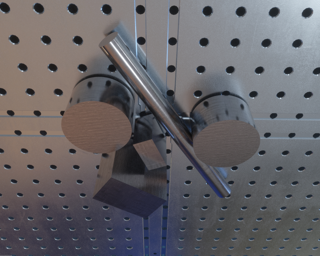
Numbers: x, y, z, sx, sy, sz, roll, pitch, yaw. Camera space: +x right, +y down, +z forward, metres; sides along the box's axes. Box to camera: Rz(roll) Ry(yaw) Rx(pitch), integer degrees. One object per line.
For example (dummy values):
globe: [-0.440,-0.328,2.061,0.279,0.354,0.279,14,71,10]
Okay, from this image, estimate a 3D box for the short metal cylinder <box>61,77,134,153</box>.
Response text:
short metal cylinder: [-0.073,-0.015,0.377,0.081,0.050,0.079,0,130,0]

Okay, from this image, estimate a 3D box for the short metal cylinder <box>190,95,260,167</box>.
short metal cylinder: [0.081,0.005,0.395,0.081,0.050,0.079,0,130,0]

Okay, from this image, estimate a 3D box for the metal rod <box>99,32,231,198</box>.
metal rod: [0.024,0.003,0.410,0.025,0.025,0.300,-25,126,20]

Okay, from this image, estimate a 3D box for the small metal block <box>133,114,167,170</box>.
small metal block: [-0.012,0.018,0.405,0.025,0.050,0.050,-17,128,13]

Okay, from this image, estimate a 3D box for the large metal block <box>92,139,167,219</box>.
large metal block: [-0.038,0.065,0.425,0.080,0.080,0.050,28,125,-21]
